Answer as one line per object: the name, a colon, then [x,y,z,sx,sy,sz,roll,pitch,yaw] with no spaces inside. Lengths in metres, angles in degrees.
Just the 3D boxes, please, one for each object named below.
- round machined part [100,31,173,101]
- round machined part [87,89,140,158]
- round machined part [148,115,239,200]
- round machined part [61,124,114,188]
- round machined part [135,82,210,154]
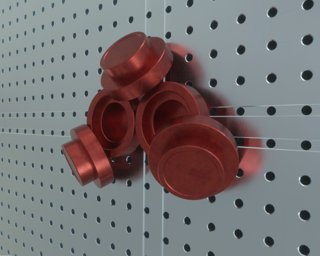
round machined part: [-0.036,-0.084,0.393,0.098,0.042,0.098,-22,41,21]
round machined part: [-0.057,-0.008,0.442,0.098,0.042,0.097,0,90,39]
round machined part: [0.035,0.038,0.333,0.098,0.042,0.097,4,118,9]
round machined part: [-0.111,0.047,0.457,0.098,0.042,0.097,46,152,35]
round machined part: [0.019,-0.006,0.380,0.098,0.042,0.097,0,90,39]
